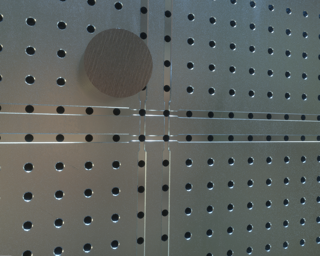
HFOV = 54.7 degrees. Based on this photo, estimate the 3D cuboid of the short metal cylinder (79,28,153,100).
[{"bbox_3d":[-0.055,-0.075,0.380,0.081,0.050,0.079,0,90,-20],"label":"short metal cylinder"}]
